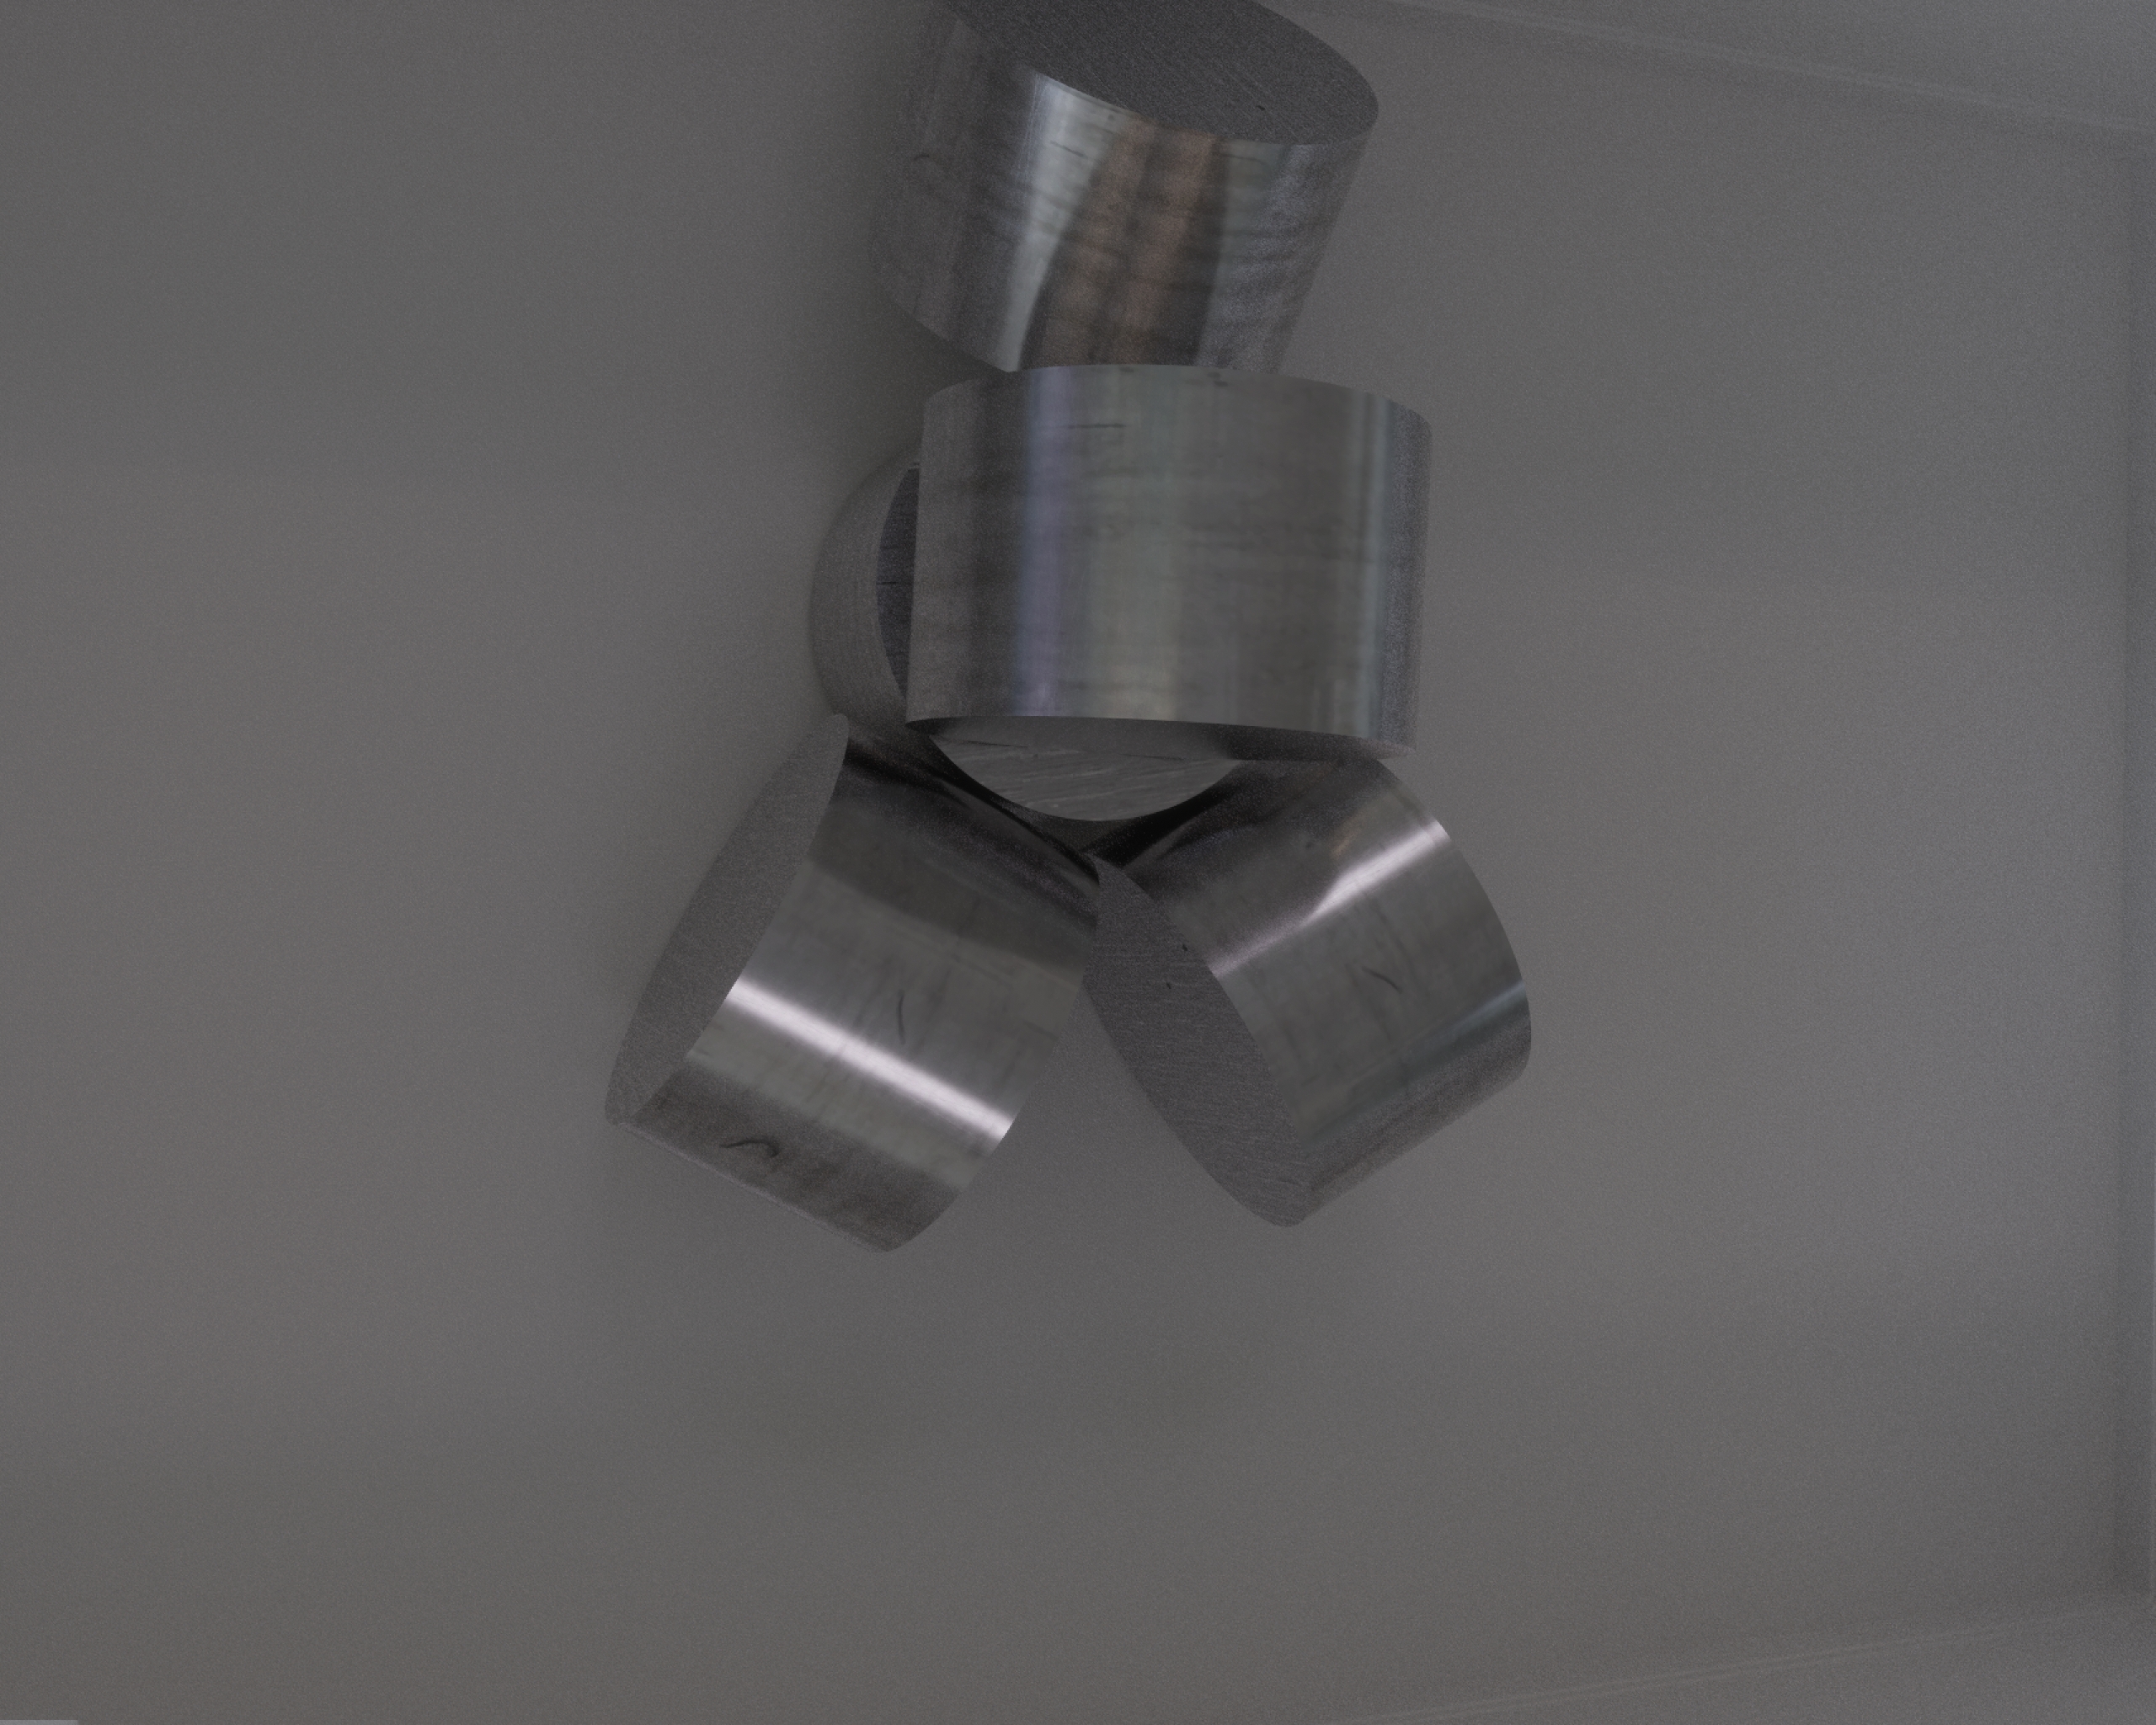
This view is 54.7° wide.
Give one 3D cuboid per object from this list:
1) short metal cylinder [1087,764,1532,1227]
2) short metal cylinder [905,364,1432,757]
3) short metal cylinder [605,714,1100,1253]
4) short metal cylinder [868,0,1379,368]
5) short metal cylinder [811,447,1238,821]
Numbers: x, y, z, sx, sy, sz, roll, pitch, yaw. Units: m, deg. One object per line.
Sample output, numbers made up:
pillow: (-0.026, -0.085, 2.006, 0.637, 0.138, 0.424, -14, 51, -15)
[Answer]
short metal cylinder: (0.039, 0.021, 0.394, 0.050, 0.080, 0.080, -30, 100, -17)
short metal cylinder: (0.014, -0.044, 0.331, 0.081, 0.080, 0.050, 3, 89, -20)
short metal cylinder: (-0.040, 0.021, 0.365, 0.050, 0.080, 0.080, 31, 80, -17)
short metal cylinder: (0.007, -0.124, 0.375, 0.081, 0.080, 0.050, 4, 131, -20)
short metal cylinder: (-0.005, -0.047, 0.392, 0.081, 0.050, 0.080, 0, 90, -20)
